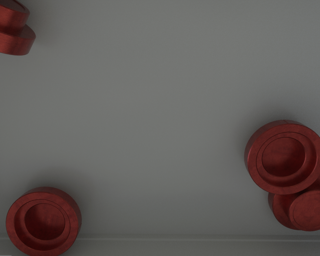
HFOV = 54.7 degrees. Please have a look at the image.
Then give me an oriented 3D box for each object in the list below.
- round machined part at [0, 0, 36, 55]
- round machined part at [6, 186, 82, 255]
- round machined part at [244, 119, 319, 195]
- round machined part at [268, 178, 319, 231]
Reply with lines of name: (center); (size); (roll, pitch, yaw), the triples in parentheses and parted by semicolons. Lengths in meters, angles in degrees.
round machined part: (-0.179, -0.121, 0.326); (0.098, 0.098, 0.042); (30, 107, -11)
round machined part: (-0.161, 0.130, 0.442); (0.099, 0.042, 0.097); (0, 99, -1)
round machined part: (0.162, 0.036, 0.414); (0.099, 0.042, 0.097); (0, 106, 2)
round machined part: (0.211, 0.107, 0.444); (0.099, 0.042, 0.097); (0, 110, 0)
